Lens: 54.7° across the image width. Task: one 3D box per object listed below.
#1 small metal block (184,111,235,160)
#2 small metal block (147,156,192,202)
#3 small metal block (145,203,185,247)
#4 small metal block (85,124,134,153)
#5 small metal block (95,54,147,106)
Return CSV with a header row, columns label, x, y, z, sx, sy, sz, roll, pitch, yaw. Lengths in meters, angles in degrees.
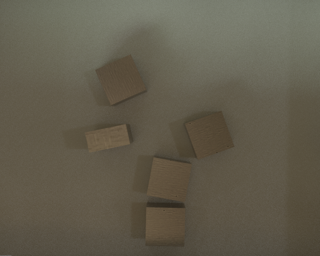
label,x,y,z,sx,sy,sz,roll,pitch,yaw
small metal block,0.064,0.009,0.412,0.050,0.025,0.050,-20,90,-1
small metal block,0.012,0.067,0.412,0.050,0.025,0.050,10,90,-1
small metal block,0.007,0.128,0.412,0.050,0.025,0.050,1,90,-1
small metal block,-0.063,0.012,0.398,0.050,0.050,0.025,-12,90,0
small metal block,-0.051,-0.062,0.411,0.050,0.025,0.050,-24,90,-1
